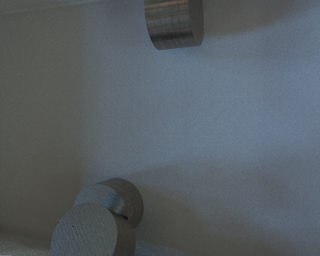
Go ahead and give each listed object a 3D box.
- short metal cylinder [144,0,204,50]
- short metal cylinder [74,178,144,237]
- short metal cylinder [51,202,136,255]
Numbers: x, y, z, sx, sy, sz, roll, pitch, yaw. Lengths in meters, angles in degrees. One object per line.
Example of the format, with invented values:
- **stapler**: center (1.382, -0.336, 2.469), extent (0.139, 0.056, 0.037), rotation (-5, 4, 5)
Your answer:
- **short metal cylinder**: center (0.020, -0.137, 0.374), extent (0.050, 0.080, 0.080), rotation (-1, 90, 20)
- **short metal cylinder**: center (-0.069, 0.112, 0.422), extent (0.080, 0.050, 0.080), rotation (0, 90, 20)
- **short metal cylinder**: center (-0.075, 0.131, 0.354), extent (0.080, 0.050, 0.080), rotation (-9, 59, 16)
